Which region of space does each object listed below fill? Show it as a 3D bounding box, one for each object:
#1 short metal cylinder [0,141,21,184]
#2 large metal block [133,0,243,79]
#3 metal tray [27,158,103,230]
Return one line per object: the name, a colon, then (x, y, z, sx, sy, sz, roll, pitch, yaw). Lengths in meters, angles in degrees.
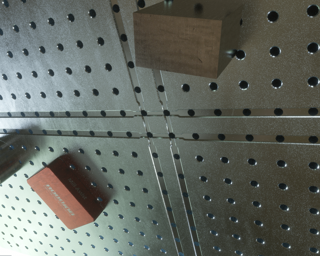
short metal cylinder: (-0.326, 0.070, 0.610, 0.080, 0.050, 0.079, 13, 124, 20)
large metal block: (0.030, -0.091, 0.303, 0.080, 0.080, 0.050, 13, 124, 21)
metal tray: (-0.178, 0.126, 0.580, 0.090, 0.030, 0.130, -30, 102, 37)
